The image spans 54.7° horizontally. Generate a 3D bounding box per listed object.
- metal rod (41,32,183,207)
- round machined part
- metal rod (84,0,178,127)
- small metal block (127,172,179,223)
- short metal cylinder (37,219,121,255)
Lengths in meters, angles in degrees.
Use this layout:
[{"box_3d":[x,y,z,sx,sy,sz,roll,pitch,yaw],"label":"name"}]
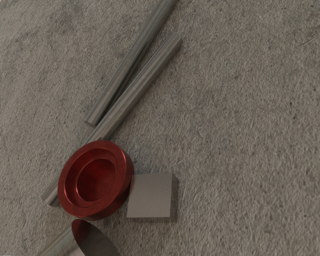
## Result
[{"box_3d":[-0.063,-0.018,0.446,0.025,0.025,0.300,29,77,37],"label":"metal rod"},{"box_3d":[-0.075,0.068,0.389,0.098,0.042,0.098,-13,56,21],"label":"round machined part"},{"box_3d":[-0.033,-0.131,0.499,0.025,0.025,0.300,17,70,34],"label":"metal rod"},{"box_3d":[-0.007,0.080,0.355,0.050,0.025,0.050,-6,59,19],"label":"small metal block"},{"box_3d":[-0.081,0.143,0.322,0.050,0.080,0.080,-44,51,-2],"label":"short metal cylinder"}]
